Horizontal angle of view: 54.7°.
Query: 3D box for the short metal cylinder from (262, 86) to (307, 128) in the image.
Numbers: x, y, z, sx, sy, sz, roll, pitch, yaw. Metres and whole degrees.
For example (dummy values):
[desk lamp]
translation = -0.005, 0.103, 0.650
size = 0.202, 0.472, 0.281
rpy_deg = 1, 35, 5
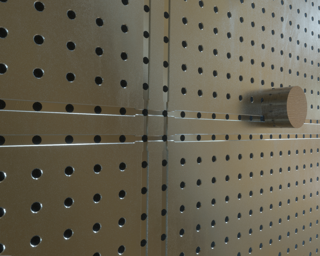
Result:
[short metal cylinder]
translation = 0.242, -0.039, 0.599
size = 0.081, 0.050, 0.079
rpy_deg = 0, 90, -40
